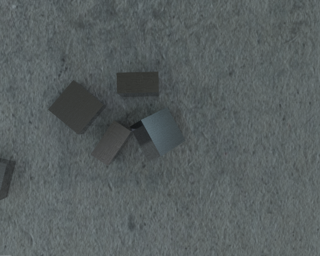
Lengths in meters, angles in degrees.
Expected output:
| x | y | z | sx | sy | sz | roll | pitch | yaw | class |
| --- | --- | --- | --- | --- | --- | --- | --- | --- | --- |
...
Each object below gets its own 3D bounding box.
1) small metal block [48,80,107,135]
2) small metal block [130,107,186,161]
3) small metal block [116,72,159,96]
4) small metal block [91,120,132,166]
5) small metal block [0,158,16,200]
| x | y | z | sx | sy | sz | roll | pitch | yaw | class |
| --- | --- | --- | --- | --- | --- | --- | --- | --- | --- |
| -0.108 | -0.027 | 0.409 | 0.050 | 0.025 | 0.050 | 40 | 90 | -1 | small metal block |
| -0.002 | 0.007 | 0.396 | 0.050 | 0.025 | 0.050 | -29 | 90 | -43 | small metal block |
| -0.027 | -0.055 | 0.397 | 0.050 | 0.050 | 0.025 | -2 | 90 | -1 | small metal block |
| -0.059 | 0.018 | 0.397 | 0.025 | 0.050 | 0.050 | 34 | 90 | 0 | small metal block |
| -0.226 | 0.064 | 0.407 | 0.050 | 0.025 | 0.050 | 14 | 90 | -1 | small metal block |
